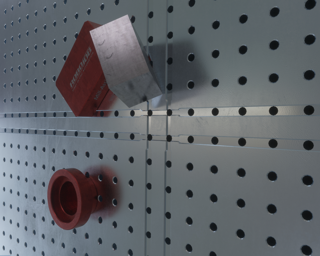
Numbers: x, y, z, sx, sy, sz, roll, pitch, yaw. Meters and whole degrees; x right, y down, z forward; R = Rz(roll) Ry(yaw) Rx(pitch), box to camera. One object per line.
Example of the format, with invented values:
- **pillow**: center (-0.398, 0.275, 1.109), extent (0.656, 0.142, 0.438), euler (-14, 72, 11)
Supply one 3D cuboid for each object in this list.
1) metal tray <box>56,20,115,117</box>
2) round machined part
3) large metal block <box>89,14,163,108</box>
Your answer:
- **metal tray**: center (-0.115, -0.093, 0.501), extent (0.090, 0.030, 0.129), euler (51, 120, 28)
- **round machined part**: center (-0.142, 0.115, 0.516), extent (0.098, 0.042, 0.097), euler (0, 90, 40)
- **large metal block**: center (-0.040, -0.081, 0.398), extent (0.050, 0.080, 0.080), euler (-22, 74, 6)
